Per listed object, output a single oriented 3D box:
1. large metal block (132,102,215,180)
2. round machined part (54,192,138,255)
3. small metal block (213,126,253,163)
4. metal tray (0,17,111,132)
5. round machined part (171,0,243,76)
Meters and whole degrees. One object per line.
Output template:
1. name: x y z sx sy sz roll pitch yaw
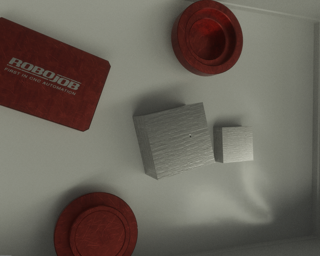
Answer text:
1. large metal block: 0.017 0.015 0.405 0.081 0.050 0.080 -14 95 -20
2. round machined part: -0.073 0.125 0.366 0.099 0.042 0.098 4 77 -20
3. small metal block: 0.107 0.023 0.452 0.050 0.025 0.050 -3 91 -20
4. metal tray: -0.134 -0.057 0.359 0.131 0.030 0.090 20 83 -19
5. round machined part: 0.061 -0.119 0.425 0.099 0.042 0.097 0 90 -21
